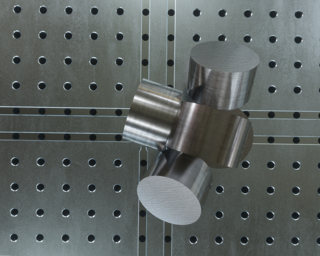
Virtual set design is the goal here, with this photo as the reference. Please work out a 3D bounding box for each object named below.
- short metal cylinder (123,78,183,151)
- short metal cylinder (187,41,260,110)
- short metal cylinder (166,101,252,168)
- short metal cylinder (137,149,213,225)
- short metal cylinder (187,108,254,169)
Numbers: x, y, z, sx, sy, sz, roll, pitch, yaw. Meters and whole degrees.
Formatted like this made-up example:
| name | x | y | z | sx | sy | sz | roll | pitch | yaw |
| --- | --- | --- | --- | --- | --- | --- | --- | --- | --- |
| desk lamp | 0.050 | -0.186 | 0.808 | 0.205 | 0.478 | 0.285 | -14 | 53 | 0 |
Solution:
| name | x | y | z | sx | sy | sz | roll | pitch | yaw |
| --- | --- | --- | --- | --- | --- | --- | --- | --- | --- |
| short metal cylinder | -0.009 | -0.016 | 0.385 | 0.050 | 0.080 | 0.080 | 19 | 90 | 0 |
| short metal cylinder | 0.075 | -0.066 | 0.379 | 0.081 | 0.080 | 0.050 | 2 | 130 | 0 |
| short metal cylinder | 0.052 | 0.007 | 0.335 | 0.080 | 0.080 | 0.050 | 17 | 90 | 0 |
| short metal cylinder | 0.019 | 0.072 | 0.380 | 0.080 | 0.050 | 0.079 | 14 | 129 | 18 |
| short metal cylinder | 0.073 | 0.010 | 0.400 | 0.081 | 0.050 | 0.080 | 0 | 89 | 0 |
